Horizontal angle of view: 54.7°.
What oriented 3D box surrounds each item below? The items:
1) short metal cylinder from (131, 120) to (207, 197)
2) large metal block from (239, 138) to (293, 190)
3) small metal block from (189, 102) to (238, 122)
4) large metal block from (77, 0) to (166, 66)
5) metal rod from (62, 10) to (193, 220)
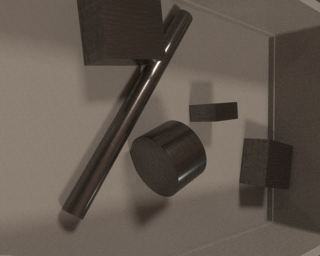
[{"bbox_3d":[0.010,0.037,0.381,0.050,0.080,0.080,-30,109,-36],"label":"short metal cylinder"},{"bbox_3d":[0.191,0.064,0.554,0.081,0.050,0.080,13,82,-40],"label":"large metal block"},{"bbox_3d":[0.079,-0.024,0.459,0.050,0.050,0.025,-7,95,-40],"label":"small metal block"},{"bbox_3d":[-0.043,-0.115,0.355,0.081,0.050,0.079,-10,96,-40],"label":"large metal block"},{"bbox_3d":[-0.029,-0.032,0.383,0.025,0.025,0.300,41,65,-33],"label":"metal rod"}]
